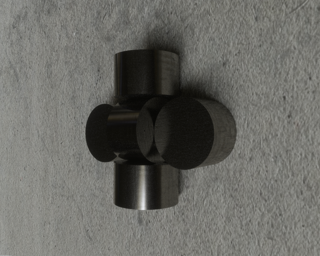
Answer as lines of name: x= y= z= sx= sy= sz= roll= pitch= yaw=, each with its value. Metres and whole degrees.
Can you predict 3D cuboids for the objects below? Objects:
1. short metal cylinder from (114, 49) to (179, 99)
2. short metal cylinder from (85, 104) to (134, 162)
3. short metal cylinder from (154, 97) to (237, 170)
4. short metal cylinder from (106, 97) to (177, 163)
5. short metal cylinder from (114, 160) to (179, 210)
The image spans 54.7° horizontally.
short metal cylinder: x=-0.017 y=-0.063 z=0.385 sx=0.080 sy=0.081 sz=0.050 roll=0 pitch=90 yaw=40
short metal cylinder: x=-0.060 y=0.007 z=0.440 sx=0.080 sy=0.050 sz=0.080 roll=0 pitch=90 yaw=39
short metal cylinder: x=0.040 y=0.005 z=0.357 sx=0.080 sy=0.050 sz=0.080 roll=0 pitch=91 yaw=40
short metal cylinder: x=-0.019 y=0.002 z=0.387 sx=0.050 sy=0.081 sz=0.080 roll=1 pitch=91 yaw=40
short metal cylinder: x=-0.017 y=0.067 z=0.386 sx=0.080 sy=0.081 sz=0.050 roll=0 pitch=90 yaw=40
